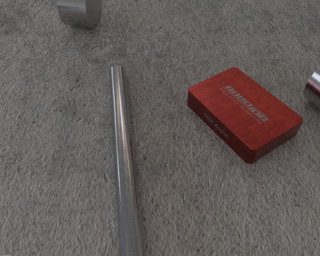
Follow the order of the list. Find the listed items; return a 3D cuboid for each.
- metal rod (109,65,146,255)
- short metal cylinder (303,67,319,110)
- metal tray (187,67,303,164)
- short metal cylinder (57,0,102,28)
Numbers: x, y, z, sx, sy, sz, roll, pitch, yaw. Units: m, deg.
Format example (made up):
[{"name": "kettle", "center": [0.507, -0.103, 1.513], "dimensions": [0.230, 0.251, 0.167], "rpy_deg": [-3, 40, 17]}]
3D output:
[{"name": "metal rod", "center": [-0.044, 0.027, 0.379], "dimensions": [0.025, 0.025, 0.300], "rpy_deg": [-6, 50, -5]}, {"name": "short metal cylinder", "center": [0.244, -0.056, 0.416], "dimensions": [0.081, 0.080, 0.050], "rpy_deg": [-24, 54, -19]}, {"name": "metal tray", "center": [0.110, -0.023, 0.420], "dimensions": [0.091, 0.030, 0.130], "rpy_deg": [-27, 55, -21]}, {"name": "short metal cylinder", "center": [-0.141, -0.222, 0.553], "dimensions": [0.050, 0.080, 0.080], "rpy_deg": [9, 51, 7]}]
